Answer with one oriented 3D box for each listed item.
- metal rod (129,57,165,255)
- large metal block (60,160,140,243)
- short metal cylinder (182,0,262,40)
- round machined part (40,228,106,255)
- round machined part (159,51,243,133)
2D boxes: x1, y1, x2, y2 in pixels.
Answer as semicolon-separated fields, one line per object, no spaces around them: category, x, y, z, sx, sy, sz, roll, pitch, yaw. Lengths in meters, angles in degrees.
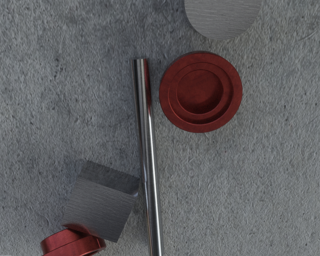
metal rod;-0.015;0.054;0.429;0.025;0.025;0.298;-4;110;1
large metal block;-0.082;0.102;0.433;0.080;0.050;0.079;21;109;-8
short metal cylinder;0.066;-0.141;0.345;0.081;0.050;0.079;0;110;0
round machined part;-0.130;0.171;0.443;0.098;0.098;0.042;-29;70;10
round machined part;0.048;-0.046;0.384;0.099;0.042;0.097;0;110;0
